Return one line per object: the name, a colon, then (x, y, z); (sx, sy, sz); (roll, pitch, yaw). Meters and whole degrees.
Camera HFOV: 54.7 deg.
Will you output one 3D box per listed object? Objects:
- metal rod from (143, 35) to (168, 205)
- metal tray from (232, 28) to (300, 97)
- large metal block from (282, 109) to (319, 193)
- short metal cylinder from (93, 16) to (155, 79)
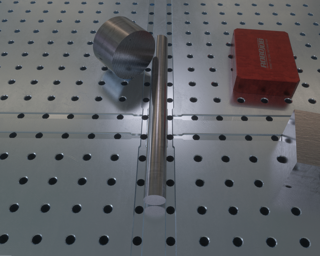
metal rod: (-0.002, -0.035, 0.436); (0.025, 0.025, 0.300); (1, 50, 1)
metal tray: (0.164, -0.109, 0.497); (0.091, 0.030, 0.130); (5, 50, 4)
large metal block: (0.194, 0.030, 0.368); (0.080, 0.050, 0.080); (11, 51, 8)
short metal cylinder: (-0.054, -0.122, 0.474); (0.080, 0.080, 0.050); (-33, 58, -25)
